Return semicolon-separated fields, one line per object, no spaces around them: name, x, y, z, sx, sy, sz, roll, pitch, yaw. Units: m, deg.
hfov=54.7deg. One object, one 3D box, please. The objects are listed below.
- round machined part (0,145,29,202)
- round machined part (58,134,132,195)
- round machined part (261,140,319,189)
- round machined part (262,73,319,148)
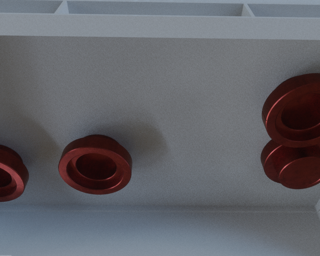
round machined part;-0.240;0.060;0.447;0.099;0.042;0.097;0;130;0
round machined part;-0.088;0.047;0.437;0.099;0.042;0.097;0;130;0
round machined part;0.199;0.050;0.443;0.099;0.042;0.097;0;130;0
round machined part;0.174;-0.025;0.378;0.099;0.042;0.097;0;130;0
